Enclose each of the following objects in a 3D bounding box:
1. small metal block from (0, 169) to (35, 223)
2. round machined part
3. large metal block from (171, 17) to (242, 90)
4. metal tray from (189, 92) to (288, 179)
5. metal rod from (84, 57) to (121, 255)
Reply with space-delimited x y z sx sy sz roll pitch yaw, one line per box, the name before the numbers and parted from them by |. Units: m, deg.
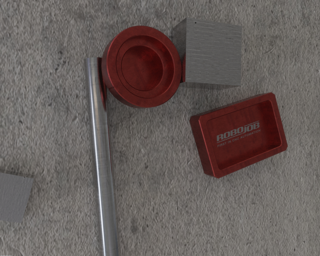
small metal block | -0.173 0.074 0.345 0.050 0.025 0.050 15 85 -20
round machined part | -0.025 -0.073 0.386 0.099 0.042 0.097 0 89 -28
large metal block | 0.061 -0.096 0.418 0.081 0.050 0.080 1 90 -20
metal tray | 0.116 0.008 0.449 0.131 0.030 0.090 -18 96 -19
metal rod | -0.069 0.065 0.383 0.025 0.025 0.298 -5 92 -20
